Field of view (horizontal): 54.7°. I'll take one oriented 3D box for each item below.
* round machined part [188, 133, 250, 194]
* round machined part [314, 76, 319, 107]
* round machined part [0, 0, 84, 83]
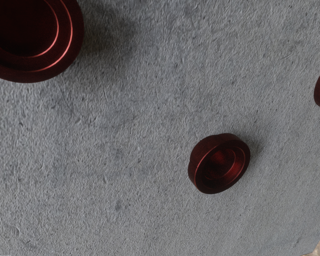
[{"bbox_3d":[0.085,0.049,0.473,0.099,0.042,0.097,-14,124,-21],"label":"round machined part"},{"bbox_3d":[0.315,-0.070,0.524,0.099,0.042,0.097,-14,124,-21],"label":"round machined part"},{"bbox_3d":[-0.121,-0.093,0.272,0.099,0.042,0.097,-14,124,-21],"label":"round machined part"}]
